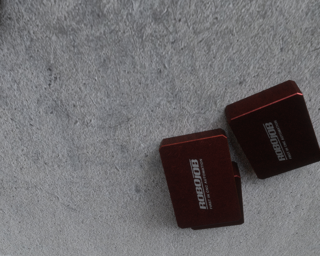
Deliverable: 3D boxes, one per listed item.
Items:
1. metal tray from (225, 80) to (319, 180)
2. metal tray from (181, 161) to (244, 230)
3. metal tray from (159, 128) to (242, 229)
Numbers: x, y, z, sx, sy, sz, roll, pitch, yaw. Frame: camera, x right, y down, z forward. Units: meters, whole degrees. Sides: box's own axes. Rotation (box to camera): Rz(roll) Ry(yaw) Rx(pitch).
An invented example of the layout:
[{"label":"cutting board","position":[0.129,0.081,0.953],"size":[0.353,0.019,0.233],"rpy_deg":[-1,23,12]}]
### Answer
[{"label":"metal tray","position":[0.153,0.008,0.412],"size":[0.090,0.030,0.130],"rpy_deg":[-23,127,18]},{"label":"metal tray","position":[0.085,0.113,0.501],"size":[0.090,0.030,0.129],"rpy_deg":[-10,130,8]},{"label":"metal tray","position":[0.057,0.072,0.433],"size":[0.090,0.030,0.129],"rpy_deg":[-11,106,8]}]
